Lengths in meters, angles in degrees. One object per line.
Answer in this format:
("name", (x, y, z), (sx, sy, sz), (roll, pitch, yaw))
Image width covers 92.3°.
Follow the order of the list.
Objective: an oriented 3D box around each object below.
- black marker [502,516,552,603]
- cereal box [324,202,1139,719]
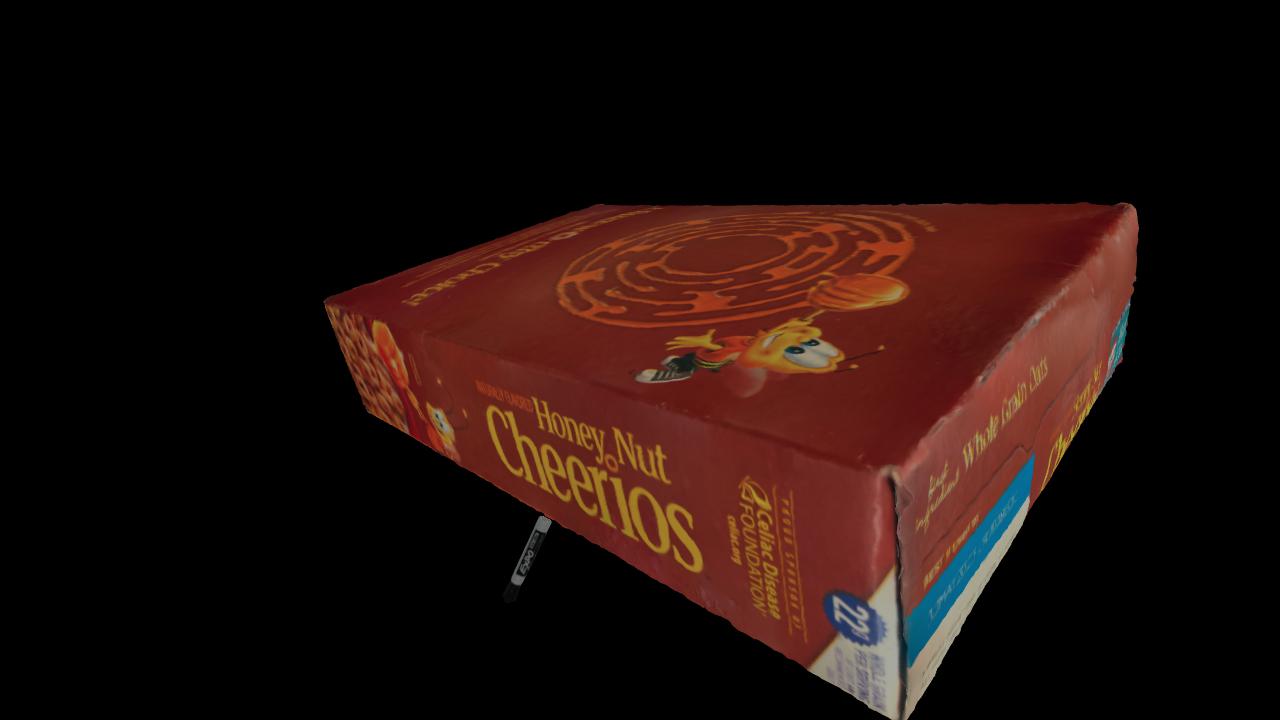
("black marker", (-0.151, 0.265, 0.813), (0.020, 0.121, 0.020), (25, 1, 0))
("cereal box", (0.017, -0.013, 0.282), (0.306, 0.081, 0.203), (14, 34, 43))
